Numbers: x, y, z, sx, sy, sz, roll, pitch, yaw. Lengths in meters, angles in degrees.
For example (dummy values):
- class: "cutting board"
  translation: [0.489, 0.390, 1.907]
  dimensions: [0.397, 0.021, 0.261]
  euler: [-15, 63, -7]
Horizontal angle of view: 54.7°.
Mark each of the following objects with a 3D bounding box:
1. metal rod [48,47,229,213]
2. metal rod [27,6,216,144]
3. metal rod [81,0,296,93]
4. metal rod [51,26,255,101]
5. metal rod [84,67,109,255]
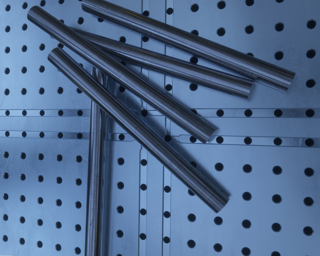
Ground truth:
- class: "metal rod"
  translation: [-0.033, -0.002, 0.405]
  dimensions: [0.300, 0.025, 0.025]
  euler: [42, 103, 8]
- class: "metal rod"
  translation: [-0.057, -0.075, 0.414]
  dimensions: [0.300, 0.025, 0.025]
  euler: [35, 101, 9]
- class: "metal rod"
  translation: [0.023, -0.116, 0.403]
  dimensions: [0.301, 0.025, 0.025]
  euler: [27, 99, 17]
- class: "metal rod"
  translation: [-0.024, -0.095, 0.420]
  dimensions: [0.301, 0.025, 0.025]
  euler: [21, 97, 18]
- class: "metal rod"
  translation: [-0.091, 0.064, 0.443]
  dimensions: [0.025, 0.025, 0.298]
  euler: [3, 91, 19]
